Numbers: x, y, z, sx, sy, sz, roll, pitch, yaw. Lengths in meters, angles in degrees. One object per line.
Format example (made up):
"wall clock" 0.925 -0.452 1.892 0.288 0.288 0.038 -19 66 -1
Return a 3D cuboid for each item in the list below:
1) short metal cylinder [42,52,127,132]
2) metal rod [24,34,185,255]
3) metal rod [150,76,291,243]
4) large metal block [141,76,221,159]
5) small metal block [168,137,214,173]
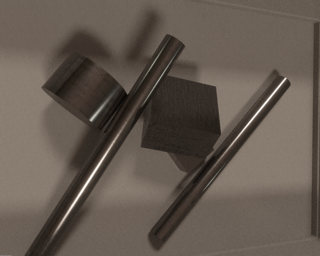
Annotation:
"short metal cylinder" -0.084 -0.039 0.351 0.080 0.080 0.050 39 78 -16
"metal rod" -0.064 0.029 0.350 0.025 0.025 0.299 32 93 -18
"metal rod" 0.094 0.036 0.446 0.025 0.025 0.301 46 75 -15
"large metal block" 0.024 -0.015 0.380 0.081 0.050 0.080 12 48 -9
"small metal block" 0.038 0.025 0.426 0.050 0.025 0.050 -39 103 -16
